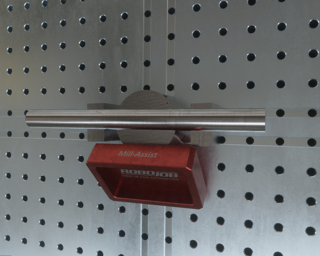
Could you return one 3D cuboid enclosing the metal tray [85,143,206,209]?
[{"bbox_3d":[-0.015,0.060,0.385,0.130,0.090,0.030,1,47,20],"label":"metal tray"}]

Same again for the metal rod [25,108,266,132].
[{"bbox_3d":[-0.033,-0.010,0.371,0.301,0.025,0.025,1,90,20],"label":"metal rod"}]

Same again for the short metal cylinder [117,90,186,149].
[{"bbox_3d":[-0.010,-0.007,0.402,0.080,0.050,0.080,0,90,20],"label":"short metal cylinder"}]

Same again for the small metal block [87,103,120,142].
[{"bbox_3d":[-0.075,-0.007,0.426,0.025,0.050,0.050,-1,90,20],"label":"small metal block"}]

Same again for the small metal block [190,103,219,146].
[{"bbox_3d":[0.056,-0.004,0.380,0.025,0.050,0.050,-1,90,20],"label":"small metal block"}]
